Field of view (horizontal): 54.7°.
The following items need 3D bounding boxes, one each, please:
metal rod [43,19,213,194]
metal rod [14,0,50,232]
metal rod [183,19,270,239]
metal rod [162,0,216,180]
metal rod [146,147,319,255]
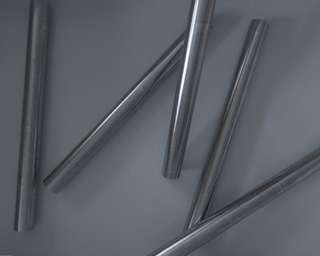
[{"bbox_3d":[-0.042,-0.032,0.410,0.025,0.025,0.300,43,90,-1],"label":"metal rod"},{"bbox_3d":[-0.169,-0.016,0.409,0.025,0.025,0.298,4,90,-1],"label":"metal rod"},{"bbox_3d":[0.088,0.002,0.412,0.025,0.025,0.298,18,90,-1],"label":"metal rod"},{"bbox_3d":[0.035,-0.070,0.348,0.025,0.025,0.298,9,116,-1],"label":"metal rod"},{"bbox_3d":[0.118,0.094,0.396,0.301,0.025,0.025,-30,90,-7],"label":"metal rod"}]
